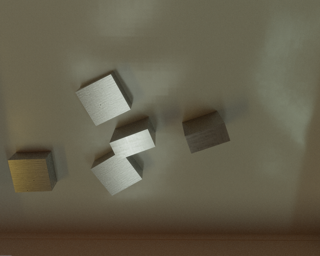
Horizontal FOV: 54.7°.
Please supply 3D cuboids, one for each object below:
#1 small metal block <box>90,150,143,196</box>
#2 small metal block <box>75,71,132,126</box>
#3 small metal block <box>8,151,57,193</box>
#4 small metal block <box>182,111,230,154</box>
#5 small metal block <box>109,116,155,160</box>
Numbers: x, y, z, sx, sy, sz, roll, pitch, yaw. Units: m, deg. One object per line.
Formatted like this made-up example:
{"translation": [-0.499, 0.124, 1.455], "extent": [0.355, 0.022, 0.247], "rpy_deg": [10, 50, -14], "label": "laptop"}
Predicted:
{"translation": [-0.059, 0.059, 0.432], "extent": [0.050, 0.025, 0.050], "rpy_deg": [-31, 108, 10], "label": "small metal block"}
{"translation": [-0.071, -0.038, 0.396], "extent": [0.050, 0.025, 0.050], "rpy_deg": [-25, 109, 8], "label": "small metal block"}
{"translation": [-0.176, 0.061, 0.431], "extent": [0.050, 0.025, 0.050], "rpy_deg": [-2, 110, 0], "label": "small metal block"}
{"translation": [0.058, 0.004, 0.400], "extent": [0.050, 0.050, 0.025], "rpy_deg": [-19, 109, 6], "label": "small metal block"}
{"translation": [-0.034, 0.012, 0.402], "extent": [0.050, 0.050, 0.025], "rpy_deg": [-20, 109, 7], "label": "small metal block"}
